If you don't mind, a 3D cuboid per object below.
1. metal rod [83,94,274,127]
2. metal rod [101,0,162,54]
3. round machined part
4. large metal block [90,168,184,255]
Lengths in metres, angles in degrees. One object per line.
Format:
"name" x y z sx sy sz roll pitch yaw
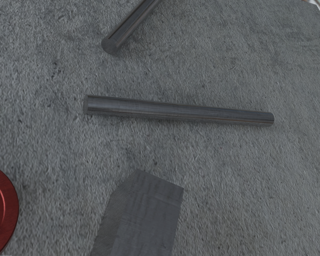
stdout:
"metal rod" 0.045 -0.021 0.442 0.303 0.025 0.025 3 61 -27
"metal rod" -0.015 -0.218 0.529 0.025 0.025 0.301 34 51 -7
"round machined part" -0.171 0.076 0.254 0.099 0.042 0.098 14 56 -21
"large metal block" -0.025 0.097 0.297 0.050 0.080 0.080 26 53 -13
